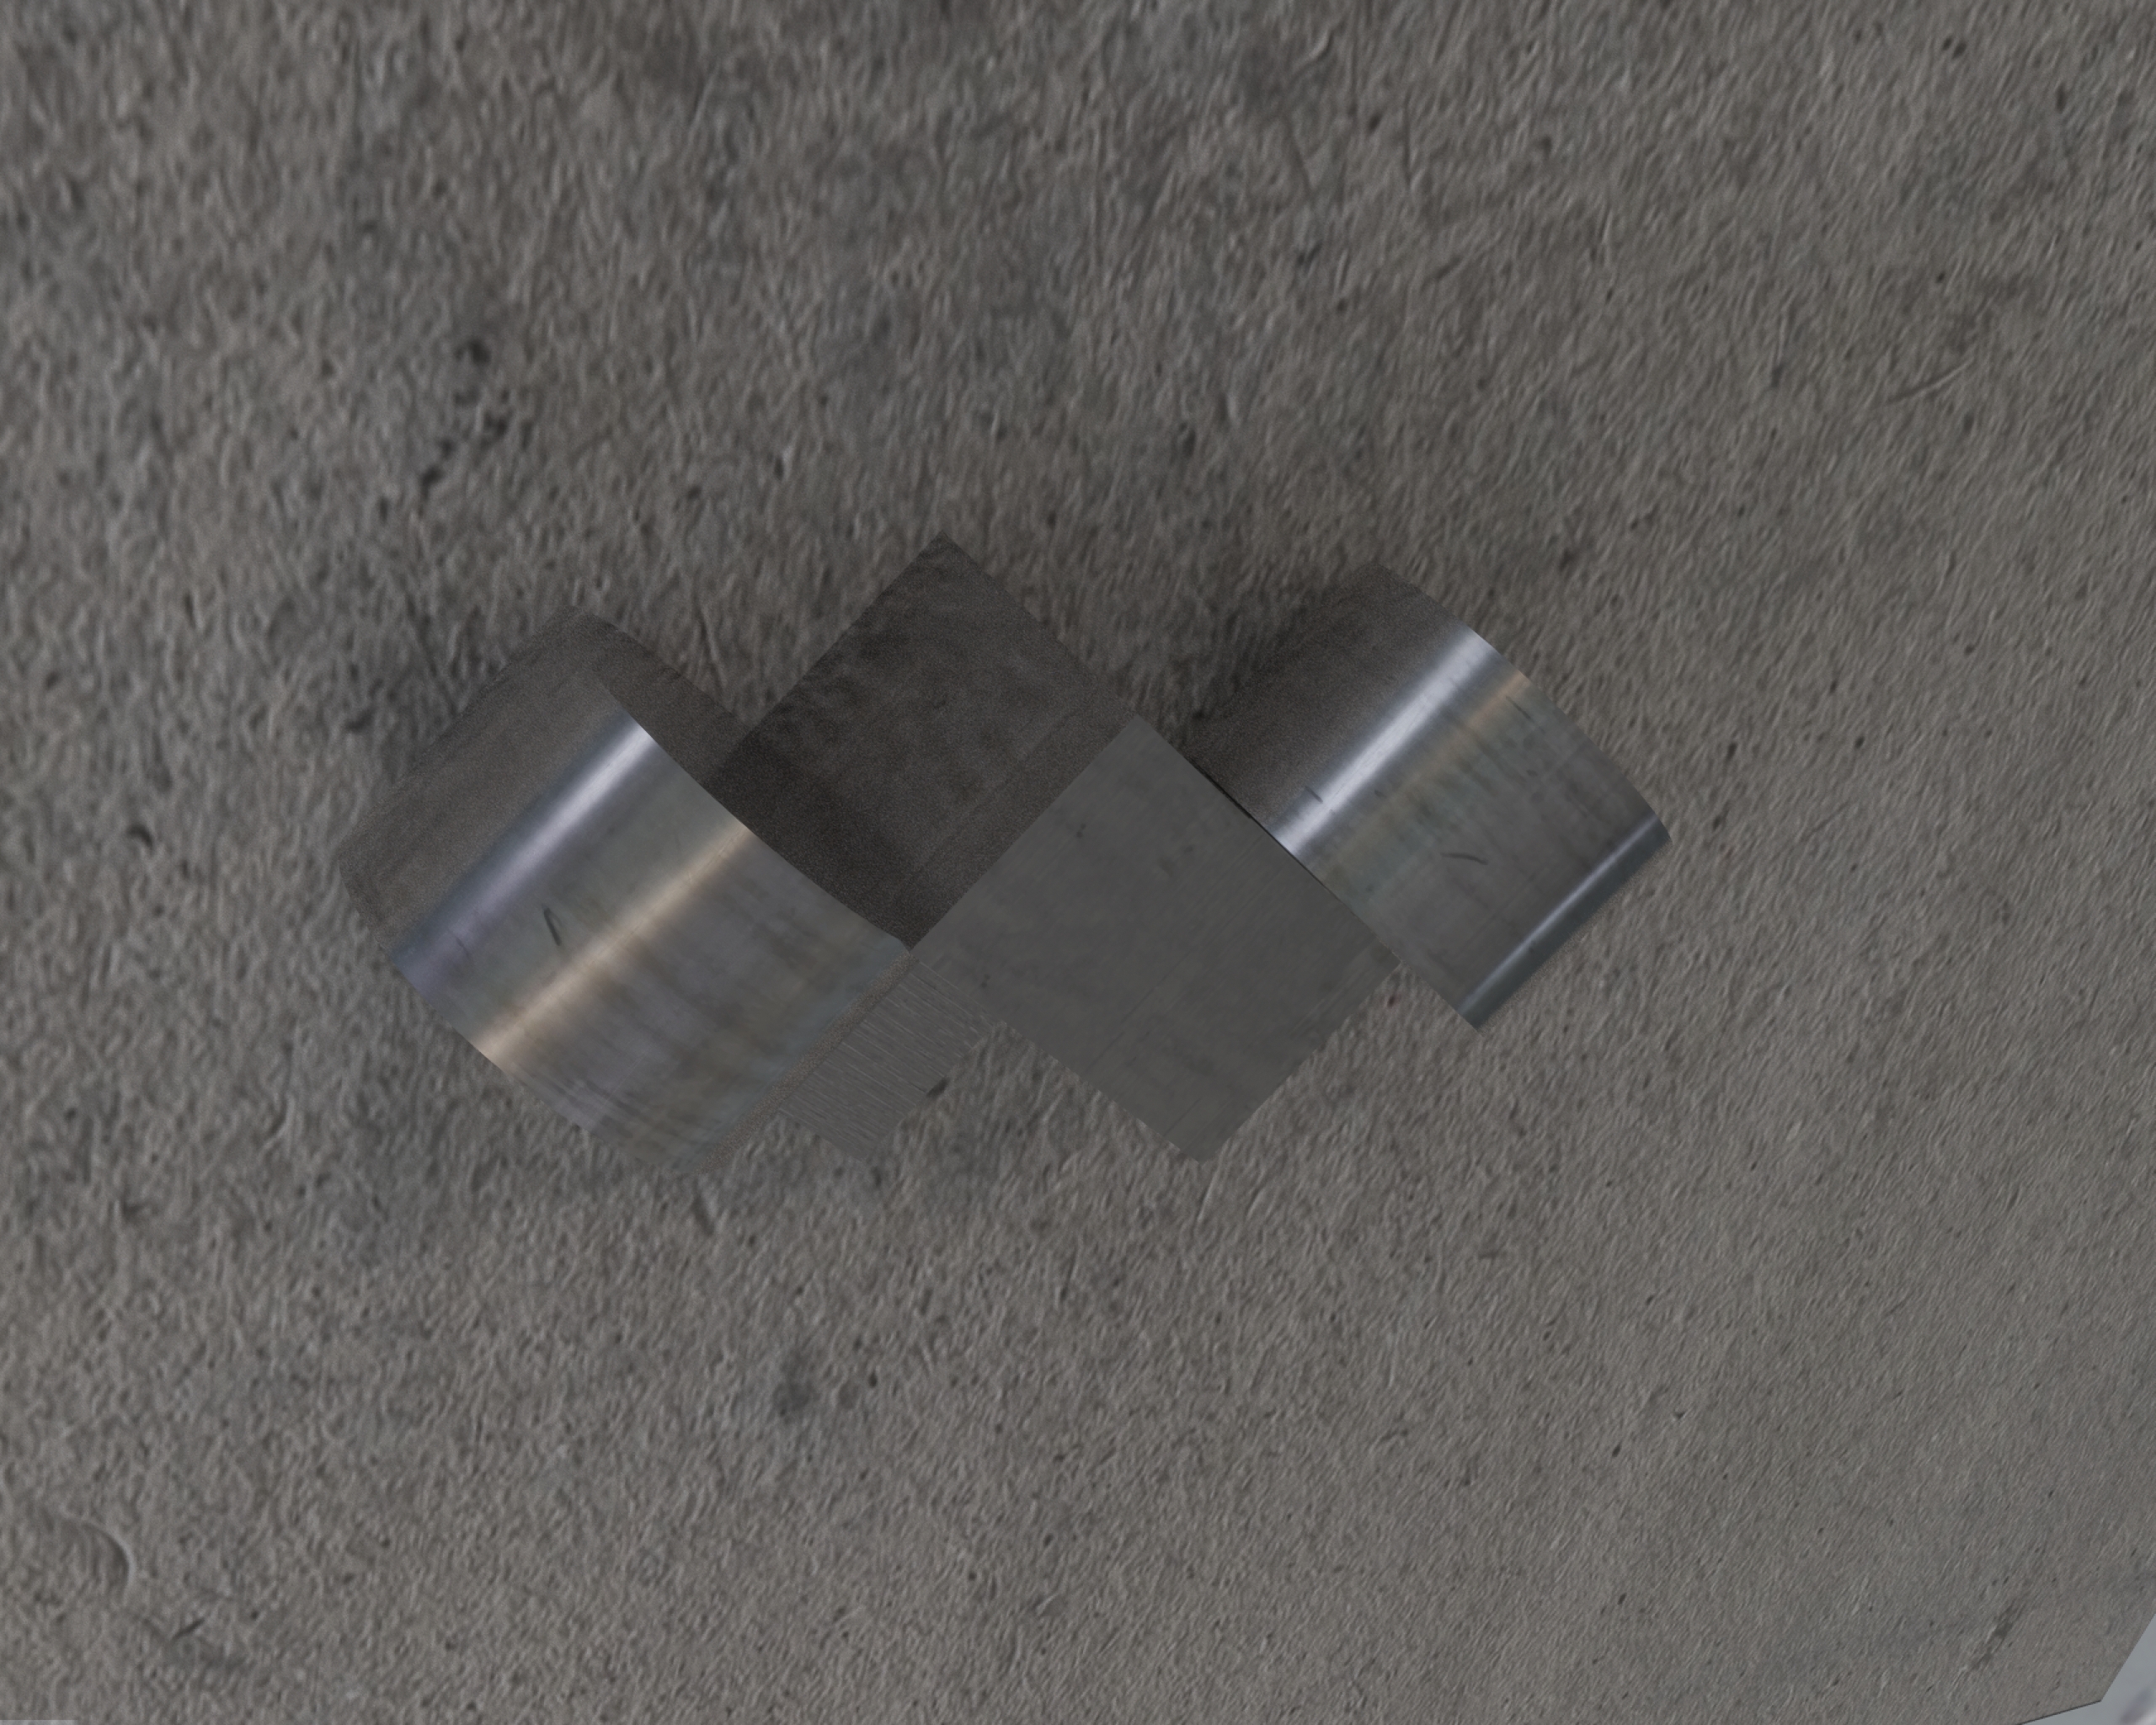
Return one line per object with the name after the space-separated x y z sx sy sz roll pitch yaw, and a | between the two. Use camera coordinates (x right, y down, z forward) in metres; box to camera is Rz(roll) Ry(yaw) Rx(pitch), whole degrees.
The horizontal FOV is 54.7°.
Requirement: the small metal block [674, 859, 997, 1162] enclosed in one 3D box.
-0.045 0.022 0.398 0.050 0.025 0.050 -46 129 4 | small metal block

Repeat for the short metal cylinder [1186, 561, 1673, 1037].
0.066 -0.012 0.402 0.050 0.080 0.080 -46 129 4 | short metal cylinder

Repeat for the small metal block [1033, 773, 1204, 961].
0.026 0.016 0.433 0.050 0.025 0.050 -46 129 4 | small metal block

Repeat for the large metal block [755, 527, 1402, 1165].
-0.002 -0.004 0.371 0.050 0.080 0.080 -47 130 4 | large metal block

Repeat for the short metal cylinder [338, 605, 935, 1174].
-0.070 0.004 0.337 0.050 0.080 0.080 -46 129 4 | short metal cylinder
